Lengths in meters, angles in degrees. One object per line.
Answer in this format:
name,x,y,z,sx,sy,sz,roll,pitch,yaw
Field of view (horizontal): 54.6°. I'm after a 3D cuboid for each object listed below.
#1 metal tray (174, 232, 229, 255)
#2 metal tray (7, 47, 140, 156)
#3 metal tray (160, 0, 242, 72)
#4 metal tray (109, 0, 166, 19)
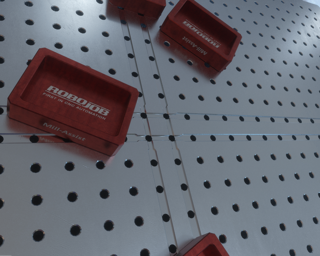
metal tray,0.030,0.180,0.310,0.131,0.030,0.090,-25,76,-37
metal tray,-0.098,-0.031,0.370,0.131,0.030,0.090,23,53,-14
metal tray,0.076,-0.168,0.547,0.130,0.030,0.090,34,51,-6
metal tray,-0.040,-0.257,0.540,0.091,0.030,0.130,10,57,-23
